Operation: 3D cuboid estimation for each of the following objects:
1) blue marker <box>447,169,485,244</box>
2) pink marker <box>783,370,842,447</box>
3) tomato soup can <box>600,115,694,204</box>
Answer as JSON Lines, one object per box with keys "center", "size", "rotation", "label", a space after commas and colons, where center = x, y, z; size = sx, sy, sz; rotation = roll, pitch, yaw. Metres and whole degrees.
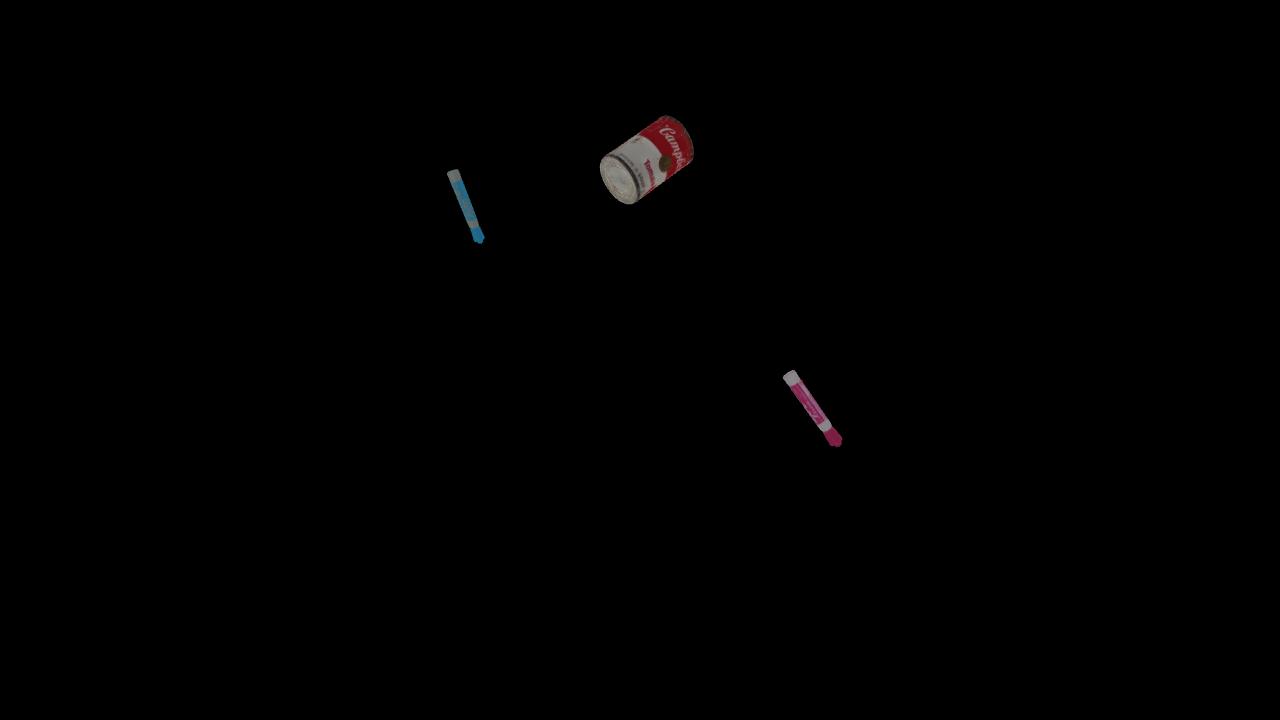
{"center": [-0.276, -0.243, 0.982], "size": [0.020, 0.121, 0.020], "rotation": [-11, 33, 7], "label": "blue marker"}
{"center": [0.234, 0.067, 0.829], "size": [0.020, 0.121, 0.020], "rotation": [-36, 4, 3], "label": "pink marker"}
{"center": [0.008, -0.247, 0.760], "size": [0.101, 0.068, 0.068], "rotation": [-41, 17, -21], "label": "tomato soup can"}
